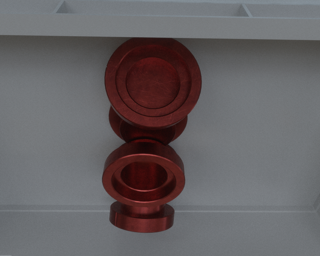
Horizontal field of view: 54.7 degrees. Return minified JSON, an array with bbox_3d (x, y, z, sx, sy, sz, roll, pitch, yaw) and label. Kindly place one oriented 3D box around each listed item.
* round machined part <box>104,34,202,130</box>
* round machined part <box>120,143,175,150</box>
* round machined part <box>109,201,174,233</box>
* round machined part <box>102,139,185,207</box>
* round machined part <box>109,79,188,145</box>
[{"bbox_3d":[-0.008,-0.046,0.332,0.099,0.097,0.042,5,172,-5],"label":"round machined part"},{"bbox_3d":[-0.021,0.064,0.450,0.099,0.042,0.097,-1,130,0],"label":"round machined part"},{"bbox_3d":[-0.027,0.122,0.476,0.099,0.098,0.042,5,93,-5],"label":"round machined part"},{"bbox_3d":[-0.019,0.052,0.383,0.099,0.042,0.097,-1,130,0],"label":"round machined part"},{"bbox_3d":[-0.015,-0.010,0.387,0.099,0.042,0.097,-1,130,0],"label":"round machined part"}]
